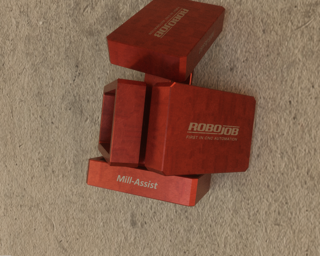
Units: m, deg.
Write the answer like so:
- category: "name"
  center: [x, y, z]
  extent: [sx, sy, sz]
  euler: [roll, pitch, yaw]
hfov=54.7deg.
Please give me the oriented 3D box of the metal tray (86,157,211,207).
- category: "metal tray"
  center: [-0.010, 0.058, 0.378]
  extent: [0.130, 0.090, 0.030]
  euler: [8, 93, 19]

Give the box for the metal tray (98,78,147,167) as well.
- category: "metal tray"
  center: [-0.050, -0.009, 0.375]
  extent: [0.030, 0.130, 0.089]
  euler: [5, 92, -17]

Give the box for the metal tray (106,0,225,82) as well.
- category: "metal tray"
  center: [0.011, -0.109, 0.357]
  extent: [0.090, 0.130, 0.030]
  euler: [19, 137, 18]

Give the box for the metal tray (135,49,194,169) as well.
- category: "metal tray"
  center: [0.009, -0.021, 0.371]
  extent: [0.030, 0.090, 0.129]
  euler: [8, 93, 19]

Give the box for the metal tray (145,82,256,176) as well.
- category: "metal tray"
  center: [0.049, 0.003, 0.339]
  extent: [0.030, 0.131, 0.089]
  euler: [9, 94, 53]
